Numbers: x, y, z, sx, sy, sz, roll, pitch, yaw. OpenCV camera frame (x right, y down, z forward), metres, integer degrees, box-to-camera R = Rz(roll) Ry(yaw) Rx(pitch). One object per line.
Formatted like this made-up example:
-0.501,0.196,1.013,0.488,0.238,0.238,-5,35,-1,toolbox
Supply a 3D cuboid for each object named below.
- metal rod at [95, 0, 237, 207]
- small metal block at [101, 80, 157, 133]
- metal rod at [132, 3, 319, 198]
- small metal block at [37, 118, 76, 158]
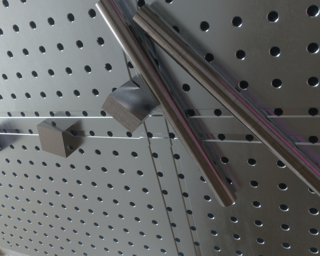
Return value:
0.015,-0.024,0.388,0.025,0.025,0.299,-23,107,36,metal rod
-0.037,-0.029,0.397,0.050,0.050,0.025,40,129,1,small metal block
0.088,-0.026,0.348,0.300,0.025,0.025,43,129,-2,metal rod
-0.170,0.017,0.511,0.050,0.025,0.050,14,124,20,small metal block
